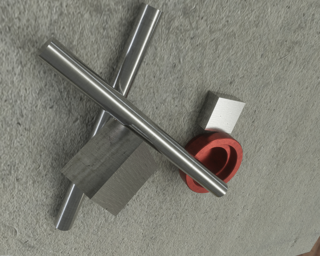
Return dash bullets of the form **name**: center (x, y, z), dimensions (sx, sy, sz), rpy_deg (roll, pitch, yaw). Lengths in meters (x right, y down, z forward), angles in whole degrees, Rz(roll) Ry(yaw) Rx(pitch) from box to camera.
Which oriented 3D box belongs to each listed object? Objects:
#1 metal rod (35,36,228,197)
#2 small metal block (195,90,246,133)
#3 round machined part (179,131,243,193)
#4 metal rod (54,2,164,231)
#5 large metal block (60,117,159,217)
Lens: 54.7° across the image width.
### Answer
- **metal rod**: center (-0.010, 0.007, 0.365), dimensions (0.025, 0.025, 0.301), rpy_deg (-47, 123, 4)
- **small metal block**: center (0.086, -0.022, 0.442), dimensions (0.050, 0.025, 0.050), rpy_deg (7, 115, -32)
- **round machined part**: center (0.072, 0.046, 0.466), dimensions (0.099, 0.042, 0.097), rpy_deg (-14, 125, -21)
- **metal rod**: center (-0.069, 0.001, 0.371), dimensions (0.025, 0.025, 0.298), rpy_deg (13, 112, -34)
- **large metal block**: center (-0.054, 0.048, 0.363), dimensions (0.080, 0.050, 0.080), rpy_deg (-48, 153, -15)
